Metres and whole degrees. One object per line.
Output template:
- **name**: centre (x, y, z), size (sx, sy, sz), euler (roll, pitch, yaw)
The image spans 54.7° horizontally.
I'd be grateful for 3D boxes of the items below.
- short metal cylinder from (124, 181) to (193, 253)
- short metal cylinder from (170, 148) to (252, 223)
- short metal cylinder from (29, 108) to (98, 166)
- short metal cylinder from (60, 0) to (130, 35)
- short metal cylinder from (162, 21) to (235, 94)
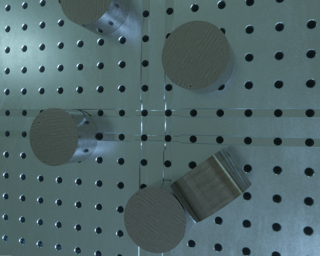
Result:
- **short metal cylinder**: centre (0.001, 0.111, 0.398), size (0.080, 0.050, 0.079), euler (0, 90, 19)
- **short metal cylinder**: centre (0.058, 0.066, 0.362), size (0.080, 0.080, 0.050), euler (-38, 78, 16)
- **short metal cylinder**: centre (-0.137, 0.012, 0.446), size (0.080, 0.050, 0.079), euler (0, 90, 19)
- **short metal cylinder**: centre (-0.089, -0.176, 0.429), size (0.080, 0.050, 0.079), euler (0, 90, 19)
- **short metal cylinder**: centre (0.048, -0.084, 0.382), size (0.080, 0.050, 0.079), euler (0, 90, 19)
